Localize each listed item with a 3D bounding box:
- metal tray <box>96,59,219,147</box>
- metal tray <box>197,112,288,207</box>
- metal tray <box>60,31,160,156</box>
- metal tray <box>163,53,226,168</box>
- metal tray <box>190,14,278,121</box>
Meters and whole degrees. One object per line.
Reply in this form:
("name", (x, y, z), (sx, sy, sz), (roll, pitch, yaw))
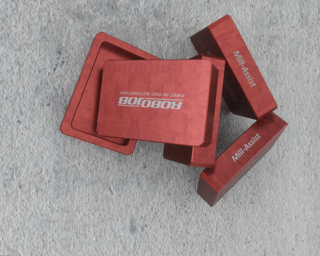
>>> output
("metal tray", (-0.005, -0.029, 0.349), (0.130, 0.030, 0.089), (5, 88, 24))
("metal tray", (0.107, 0.043, 0.417), (0.130, 0.090, 0.030), (-40, 68, -15))
("metal tray", (-0.059, -0.041, 0.387), (0.091, 0.030, 0.129), (21, 83, -19))
("metal tray", (0.040, -0.020, 0.392), (0.030, 0.090, 0.129), (7, 88, -20))
("metal tray", (0.094, -0.076, 0.409), (0.030, 0.090, 0.130), (-32, 101, -3))
